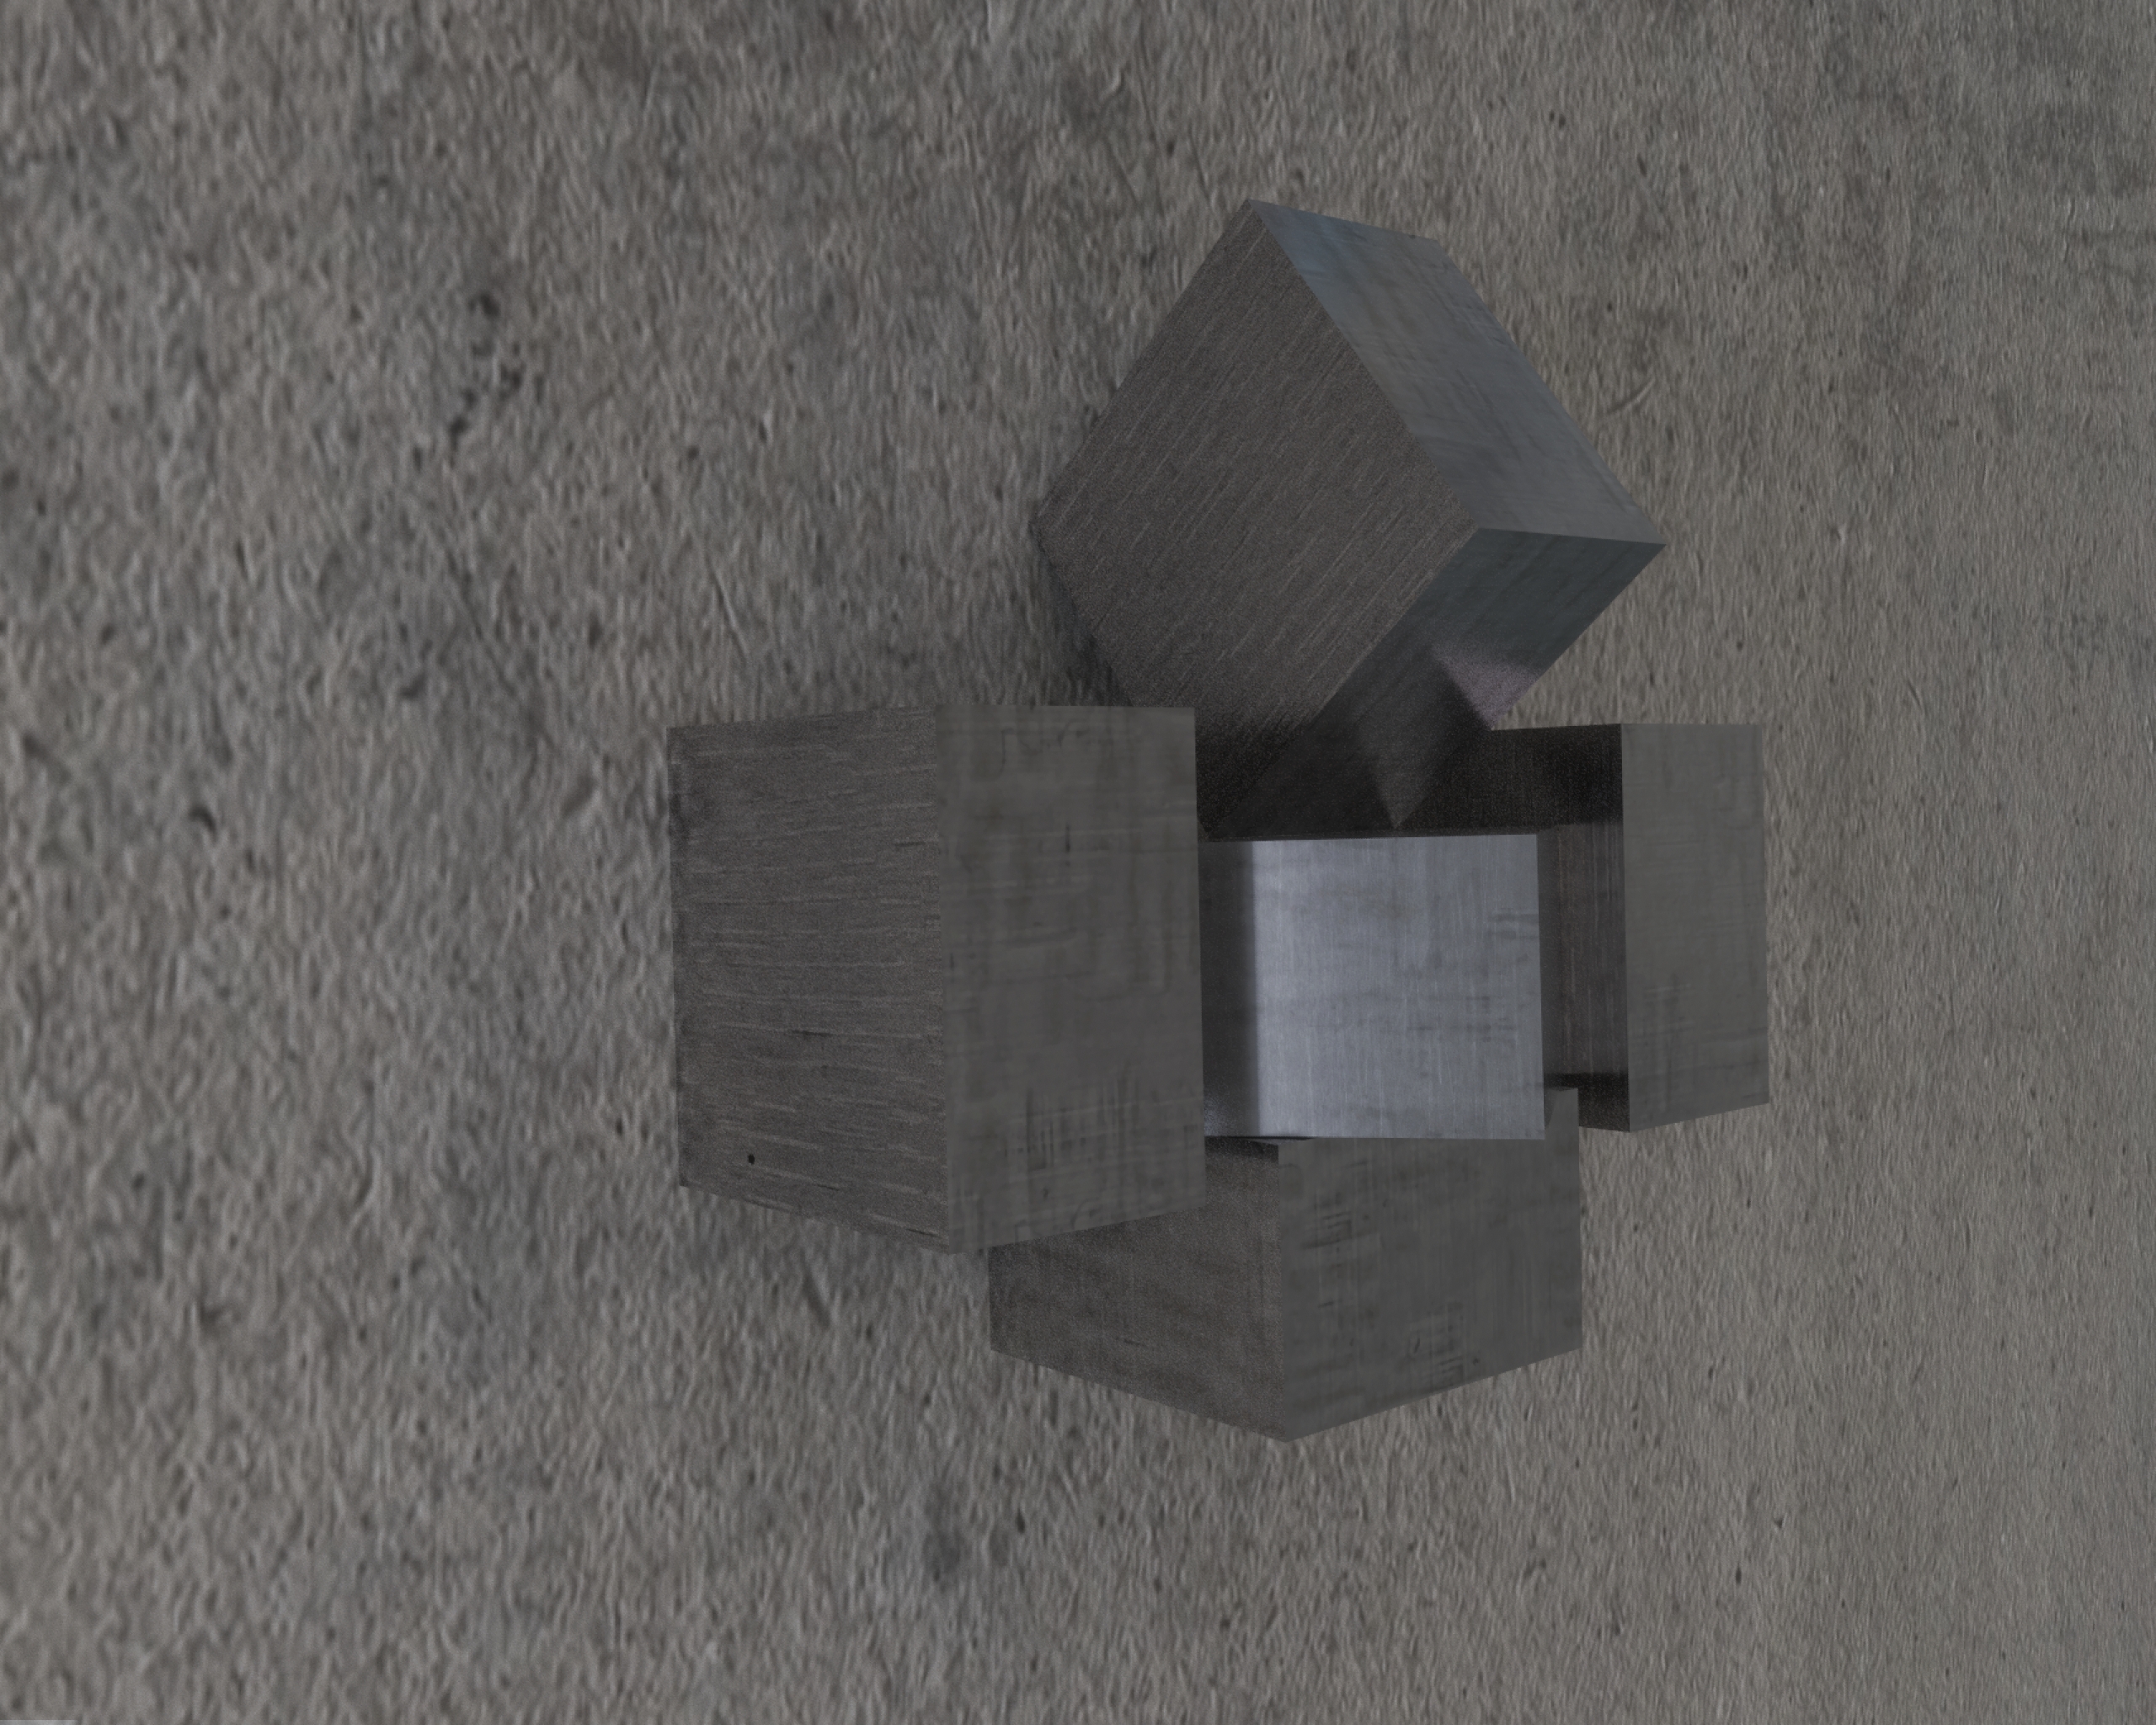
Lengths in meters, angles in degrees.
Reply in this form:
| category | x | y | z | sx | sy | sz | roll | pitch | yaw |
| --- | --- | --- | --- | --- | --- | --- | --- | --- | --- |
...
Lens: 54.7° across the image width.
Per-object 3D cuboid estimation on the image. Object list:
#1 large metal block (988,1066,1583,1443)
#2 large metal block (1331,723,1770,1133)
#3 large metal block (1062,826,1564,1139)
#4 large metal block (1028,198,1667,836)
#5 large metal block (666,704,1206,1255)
| category | x | y | z | sx | sy | sz | roll | pitch | yaw |
| --- | --- | --- | --- | --- | --- | --- | --- | --- | --- |
| large metal block | 0.039 | 0.069 | 0.401 | 0.081 | 0.080 | 0.050 | -4 | 93 | -40 |
| large metal block | 0.099 | 0.012 | 0.451 | 0.050 | 0.080 | 0.079 | -3 | 92 | -41 |
| large metal block | 0.047 | 0.020 | 0.388 | 0.080 | 0.080 | 0.050 | -8 | 96 | -75 |
| large metal block | 0.046 | -0.061 | 0.386 | 0.050 | 0.080 | 0.080 | -3 | 55 | -40 |
| large metal block | -0.025 | 0.016 | 0.347 | 0.050 | 0.080 | 0.079 | -3 | 92 | -39 |
